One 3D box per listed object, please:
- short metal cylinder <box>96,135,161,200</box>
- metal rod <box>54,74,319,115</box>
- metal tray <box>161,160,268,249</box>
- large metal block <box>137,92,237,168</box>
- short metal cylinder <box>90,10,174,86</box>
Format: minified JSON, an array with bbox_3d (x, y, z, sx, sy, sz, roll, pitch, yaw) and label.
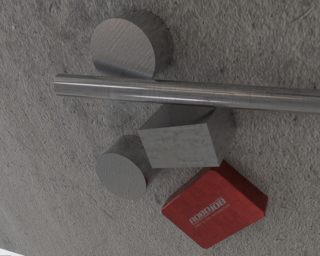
[{"bbox_3d":[-0.045,0.057,0.449,0.080,0.050,0.079,13,124,21],"label":"short metal cylinder"},{"bbox_3d":[0.038,-0.035,0.318,0.301,0.025,0.025,5,122,8],"label":"metal rod"},{"bbox_3d":[0.072,0.109,0.433,0.090,0.030,0.129,41,129,0],"label":"metal tray"},{"bbox_3d":[0.034,0.002,0.354,0.080,0.080,0.050,-6,116,31],"label":"large metal block"},{"bbox_3d":[-0.031,-0.089,0.352,0.080,0.050,0.079,13,124,21],"label":"short metal cylinder"}]
